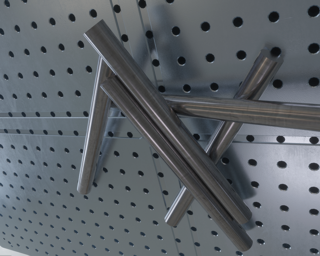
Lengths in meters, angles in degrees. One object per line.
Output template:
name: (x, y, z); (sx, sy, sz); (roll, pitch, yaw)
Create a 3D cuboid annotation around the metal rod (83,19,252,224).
metal rod: (0.022, 0.009, 0.358); (0.025, 0.025, 0.300); (-23, 116, 36)

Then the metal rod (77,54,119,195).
metal rod: (-0.093, 0.011, 0.443); (0.025, 0.025, 0.298); (31, 136, 8)

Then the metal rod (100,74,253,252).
metal rod: (0.033, 0.056, 0.390); (0.025, 0.025, 0.300); (-23, 116, 36)

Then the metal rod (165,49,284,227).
metal rod: (0.065, 0.037, 0.399); (0.025, 0.025, 0.298); (30, 128, 9)

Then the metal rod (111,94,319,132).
metal rod: (0.051, -0.022, 0.343); (0.300, 0.025, 0.025); (8, 122, 34)
